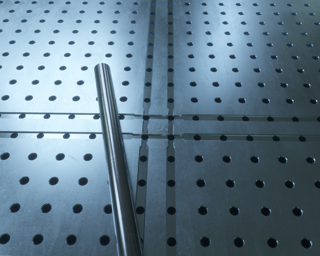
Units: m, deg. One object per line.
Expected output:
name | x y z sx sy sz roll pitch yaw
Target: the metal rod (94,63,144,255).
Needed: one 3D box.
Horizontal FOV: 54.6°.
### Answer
metal rod | -0.058 0.021 0.390 0.025 0.025 0.300 -10 51 -8
